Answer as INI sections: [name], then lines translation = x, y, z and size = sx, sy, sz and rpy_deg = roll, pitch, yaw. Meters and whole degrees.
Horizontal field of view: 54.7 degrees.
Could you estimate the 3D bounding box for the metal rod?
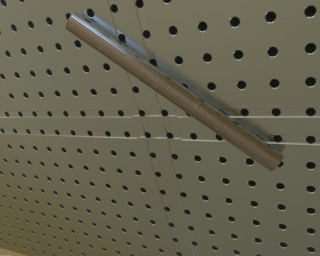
[metal rod]
translation = 0.014, -0.046, 0.374
size = 0.301, 0.025, 0.025
rpy_deg = 35, 129, 4
